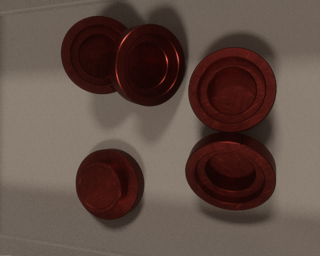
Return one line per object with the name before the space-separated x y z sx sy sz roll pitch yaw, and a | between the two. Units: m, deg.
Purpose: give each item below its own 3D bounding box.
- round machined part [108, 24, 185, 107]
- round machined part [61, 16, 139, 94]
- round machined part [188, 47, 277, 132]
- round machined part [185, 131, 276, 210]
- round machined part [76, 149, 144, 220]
round machined part | -0.020 -0.078 0.388 0.042 0.099 0.097 20 98 54
round machined part | -0.080 -0.094 0.412 0.099 0.042 0.097 -2 98 -17
round machined part | 0.087 -0.043 0.370 0.098 0.042 0.097 0 89 19
round machined part | 0.082 0.045 0.357 0.098 0.042 0.097 9 124 15
round machined part | -0.075 0.078 0.427 0.098 0.042 0.097 0 90 19
